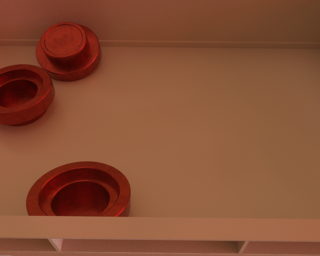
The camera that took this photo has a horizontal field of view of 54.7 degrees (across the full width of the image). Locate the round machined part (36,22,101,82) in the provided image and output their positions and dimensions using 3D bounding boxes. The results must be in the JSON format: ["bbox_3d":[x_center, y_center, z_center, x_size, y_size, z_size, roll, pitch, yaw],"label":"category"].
[{"bbox_3d":[-0.144,-0.125,0.481,0.099,0.042,0.098,0,67,0],"label":"round machined part"}]

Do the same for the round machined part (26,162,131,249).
[{"bbox_3d":[-0.079,0.080,0.314,0.099,0.042,0.098,3,32,-1],"label":"round machined part"}]

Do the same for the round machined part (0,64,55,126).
[{"bbox_3d":[-0.195,-0.041,0.427,0.099,0.042,0.098,0,50,0],"label":"round machined part"}]
